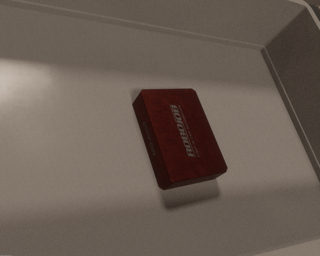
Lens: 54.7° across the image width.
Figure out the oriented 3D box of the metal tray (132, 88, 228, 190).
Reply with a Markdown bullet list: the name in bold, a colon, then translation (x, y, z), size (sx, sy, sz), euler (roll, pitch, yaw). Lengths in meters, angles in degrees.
- **metal tray**: translation (0.025, 0.010, 0.412), size (0.091, 0.030, 0.130), euler (-5, 64, -31)
